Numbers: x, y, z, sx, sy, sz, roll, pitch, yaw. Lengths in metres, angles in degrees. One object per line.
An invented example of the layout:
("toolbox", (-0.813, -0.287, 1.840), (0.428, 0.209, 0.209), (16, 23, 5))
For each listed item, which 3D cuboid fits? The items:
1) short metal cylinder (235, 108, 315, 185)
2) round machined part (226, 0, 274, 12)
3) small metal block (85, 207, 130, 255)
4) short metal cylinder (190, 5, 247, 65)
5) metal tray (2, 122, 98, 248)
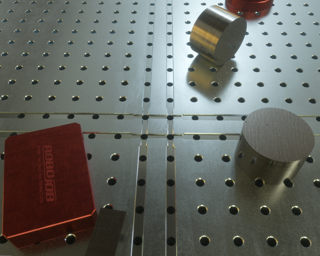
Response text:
("short metal cylinder", (0.136, 0.021, 0.374), (0.080, 0.050, 0.080), (0, 50, 0))
("round machined part", (0.187, -0.283, 0.635), (0.099, 0.042, 0.098), (0, 50, 0))
("small metal block", (-0.049, 0.112, 0.297), (0.025, 0.050, 0.050), (8, 51, 6))
("short metal cylinder", (0.093, -0.148, 0.497), (0.080, 0.080, 0.050), (-36, 59, -26))
("metal tray", (-0.126, 0.058, 0.355), (0.091, 0.030, 0.130), (-13, 51, -11))
